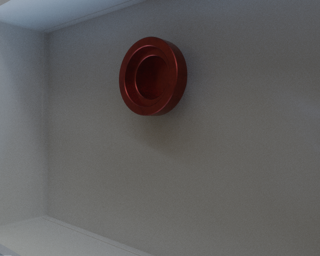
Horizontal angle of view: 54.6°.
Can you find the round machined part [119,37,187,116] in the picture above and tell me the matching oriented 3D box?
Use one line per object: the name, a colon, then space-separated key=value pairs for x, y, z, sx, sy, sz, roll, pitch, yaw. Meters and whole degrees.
round machined part: x=-0.004 y=-0.064 z=0.400 sx=0.098 sy=0.042 sz=0.097 roll=0 pitch=90 yaw=40
